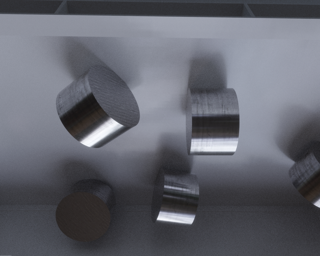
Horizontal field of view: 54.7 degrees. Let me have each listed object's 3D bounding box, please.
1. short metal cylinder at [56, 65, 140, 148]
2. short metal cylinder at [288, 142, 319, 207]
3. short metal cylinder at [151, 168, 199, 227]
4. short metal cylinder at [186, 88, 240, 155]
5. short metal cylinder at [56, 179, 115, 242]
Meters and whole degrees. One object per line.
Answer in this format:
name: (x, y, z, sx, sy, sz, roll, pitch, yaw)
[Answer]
short metal cylinder: (-0.068, -0.024, 0.352, 0.050, 0.080, 0.080, -32, 124, 24)
short metal cylinder: (0.230, 0.066, 0.431, 0.081, 0.080, 0.050, 18, 128, -15)
short metal cylinder: (0.021, 0.103, 0.461, 0.050, 0.080, 0.079, 11, 129, -9)
short metal cylinder: (0.059, -0.007, 0.367, 0.050, 0.080, 0.079, 0, 130, 0)
short metal cylinder: (-0.112, 0.125, 0.477, 0.080, 0.050, 0.079, 0, 102, 1)
